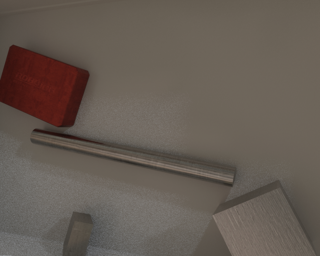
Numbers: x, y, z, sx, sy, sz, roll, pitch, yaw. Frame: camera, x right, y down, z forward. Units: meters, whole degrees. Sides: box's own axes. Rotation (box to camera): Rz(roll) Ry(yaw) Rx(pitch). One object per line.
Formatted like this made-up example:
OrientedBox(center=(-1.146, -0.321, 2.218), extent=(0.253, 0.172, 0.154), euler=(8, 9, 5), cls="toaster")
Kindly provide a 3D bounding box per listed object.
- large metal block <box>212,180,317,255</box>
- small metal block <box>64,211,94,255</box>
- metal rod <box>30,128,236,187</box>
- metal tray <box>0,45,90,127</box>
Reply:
OrientedBox(center=(0.118, 0.116, 0.355), extent=(0.080, 0.050, 0.080), euler=(-28, 81, 17), cls="large metal block")
OrientedBox(center=(-0.114, 0.149, 0.429), extent=(0.025, 0.050, 0.050), euler=(17, 85, -17), cls="small metal block")
OrientedBox(center=(-0.050, 0.036, 0.426), extent=(0.301, 0.025, 0.025), euler=(10, 93, 19), cls="metal rod")
OrientedBox(center=(-0.180, -0.064, 0.470), extent=(0.130, 0.030, 0.089), euler=(22, 97, 18), cls="metal tray")
